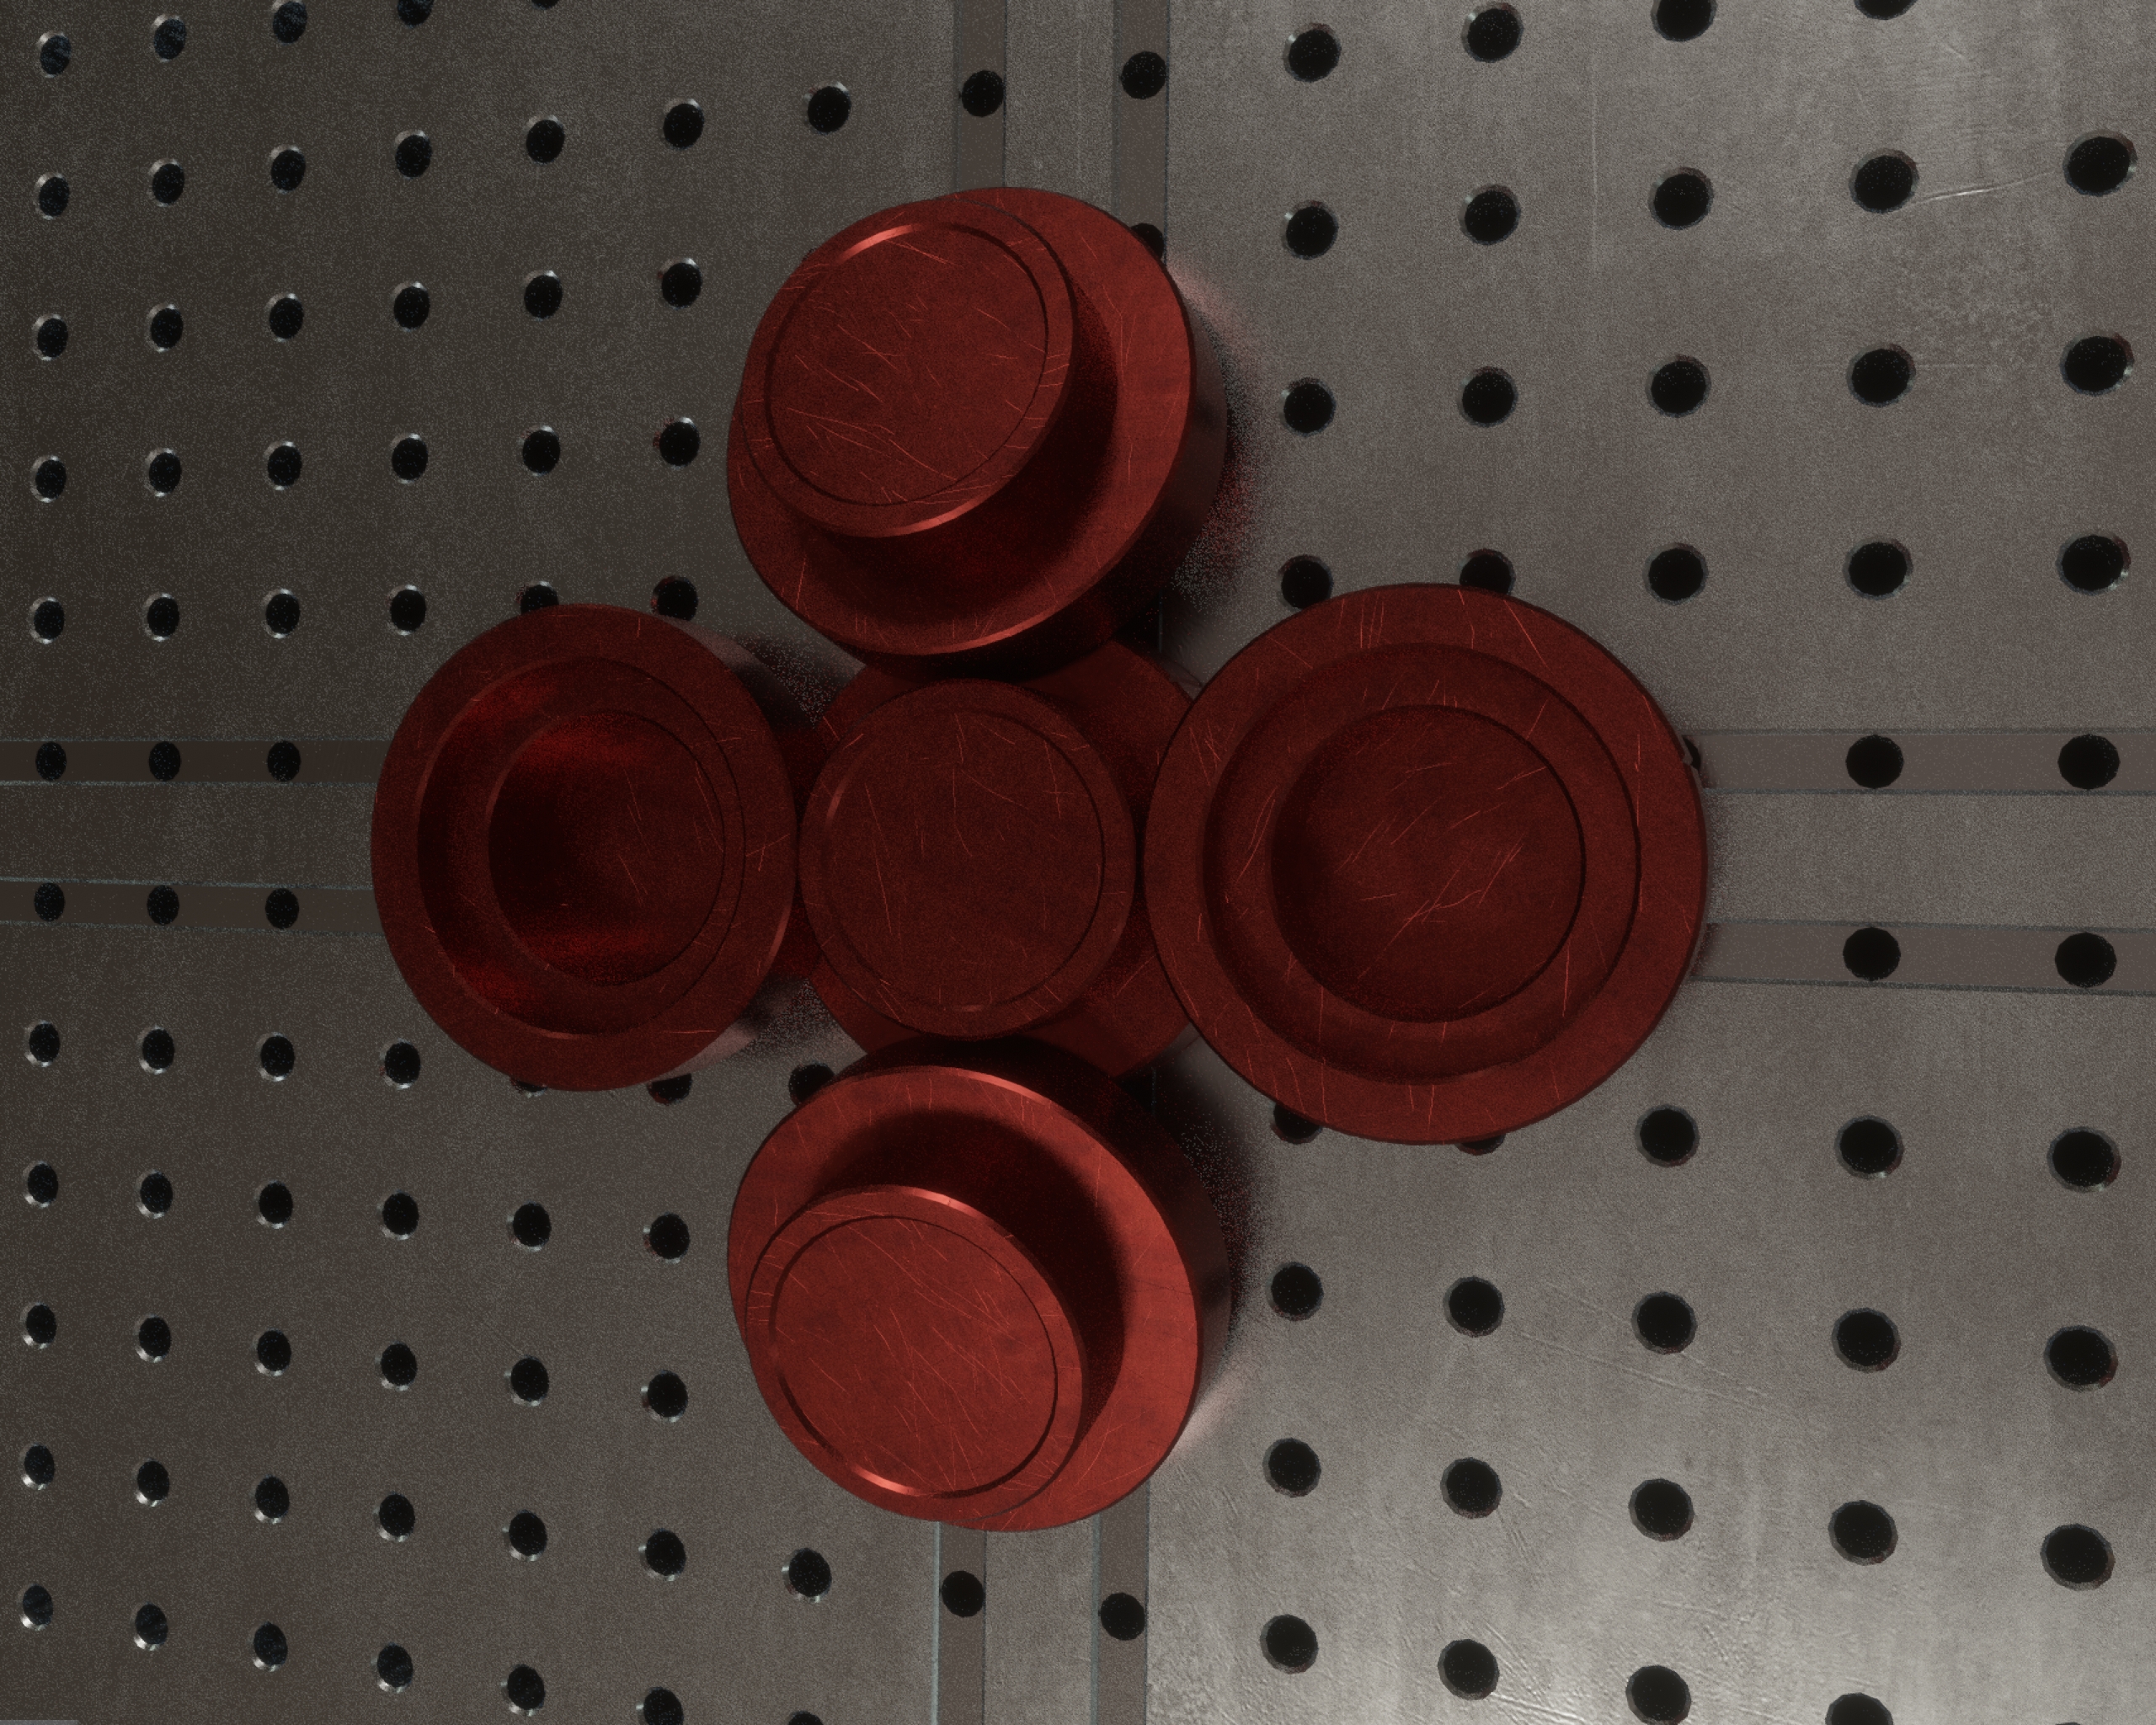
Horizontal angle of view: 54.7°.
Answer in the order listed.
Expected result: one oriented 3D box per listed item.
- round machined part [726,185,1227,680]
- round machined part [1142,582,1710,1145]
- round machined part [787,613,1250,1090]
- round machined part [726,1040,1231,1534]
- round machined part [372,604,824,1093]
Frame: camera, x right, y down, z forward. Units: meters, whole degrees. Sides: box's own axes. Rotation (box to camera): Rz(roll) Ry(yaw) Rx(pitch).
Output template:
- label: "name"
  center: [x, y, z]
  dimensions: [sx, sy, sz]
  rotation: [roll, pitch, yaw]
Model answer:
- label: "round machined part"
  center: [-0.025, -0.086, 0.399]
  dimensions: [0.098, 0.042, 0.098]
  rotation: [-5, 74, 20]
- label: "round machined part"
  center: [0.065, 0.000, 0.380]
  dimensions: [0.098, 0.042, 0.097]
  rotation: [0, 90, 19]
- label: "round machined part"
  center: [-0.015, -0.001, 0.407]
  dimensions: [0.098, 0.042, 0.097]
  rotation: [0, 90, 19]
- label: "round machined part"
  center: [-0.024, 0.085, 0.399]
  dimensions: [0.098, 0.042, 0.097]
  rotation: [5, 106, 18]
- label: "round machined part"
  center: [-0.093, -0.003, 0.435]
  dimensions: [0.098, 0.042, 0.097]
  rotation: [0, 90, 19]
